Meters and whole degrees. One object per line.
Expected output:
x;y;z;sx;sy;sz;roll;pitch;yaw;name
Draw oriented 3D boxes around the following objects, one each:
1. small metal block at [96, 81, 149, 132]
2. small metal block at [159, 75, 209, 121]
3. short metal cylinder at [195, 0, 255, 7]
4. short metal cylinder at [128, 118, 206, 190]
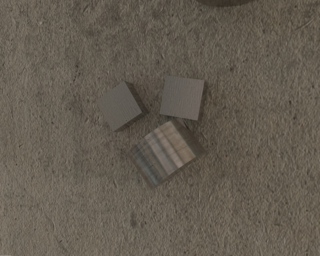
-0.051;-0.029;0.426;0.050;0.025;0.050;-33;80;16;small metal block
0.031;-0.038;0.397;0.050;0.025;0.050;11;94;19;small metal block
0.078;-0.178;0.352;0.080;0.080;0.050;0;90;19;short metal cylinder
0.008;0.031;0.376;0.080;0.080;0.050;-38;78;16;short metal cylinder
